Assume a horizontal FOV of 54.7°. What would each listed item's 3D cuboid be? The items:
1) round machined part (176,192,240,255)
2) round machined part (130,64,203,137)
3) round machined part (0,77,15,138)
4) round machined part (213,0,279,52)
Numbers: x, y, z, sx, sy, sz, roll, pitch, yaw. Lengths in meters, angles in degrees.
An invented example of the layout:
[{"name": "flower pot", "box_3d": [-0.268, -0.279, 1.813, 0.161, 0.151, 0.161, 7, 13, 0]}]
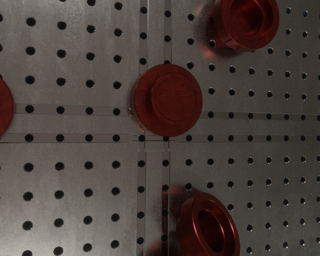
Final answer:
[{"name": "round machined part", "box_3d": [0.059, 0.139, 0.409, 0.098, 0.042, 0.098, 35, 36, -30]}, {"name": "round machined part", "box_3d": [0.014, -0.037, 0.410, 0.099, 0.042, 0.097, 0, 90, -21]}, {"name": "round machined part", "box_3d": [-0.209, -0.023, 0.326, 0.099, 0.042, 0.097, 0, 90, -21]}, {"name": "round machined part", "box_3d": [0.119, -0.158, 0.449, 0.099, 0.042, 0.097, 0, 90, -21]}]
